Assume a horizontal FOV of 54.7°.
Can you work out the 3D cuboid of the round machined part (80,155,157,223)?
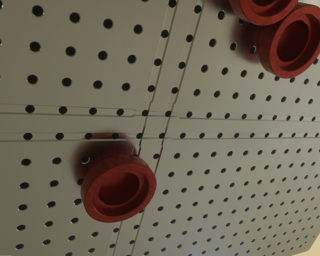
[{"bbox_3d":[-0.058,0.076,0.417,0.099,0.042,0.097,-14,124,-21],"label":"round machined part"}]

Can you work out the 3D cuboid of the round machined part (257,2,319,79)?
[{"bbox_3d":[0.174,-0.121,0.423,0.099,0.042,0.097,-14,125,-21],"label":"round machined part"}]

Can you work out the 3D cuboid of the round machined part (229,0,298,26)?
[{"bbox_3d":[0.119,-0.173,0.360,0.099,0.042,0.097,-14,125,-21],"label":"round machined part"}]
